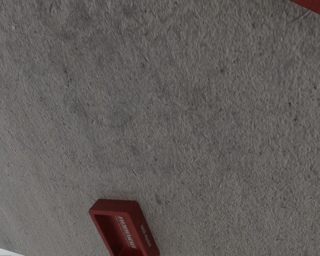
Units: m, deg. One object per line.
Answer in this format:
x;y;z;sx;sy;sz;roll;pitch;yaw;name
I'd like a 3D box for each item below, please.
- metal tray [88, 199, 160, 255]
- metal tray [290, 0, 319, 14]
-0.063;0.188;0.552;0.090;0.030;0.129;-5;116;30;metal tray
0.104;-0.161;0.249;0.130;0.030;0.089;30;128;8;metal tray
